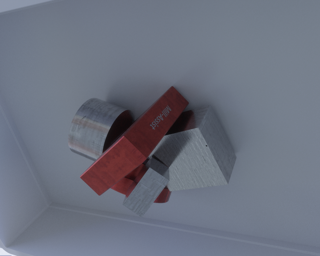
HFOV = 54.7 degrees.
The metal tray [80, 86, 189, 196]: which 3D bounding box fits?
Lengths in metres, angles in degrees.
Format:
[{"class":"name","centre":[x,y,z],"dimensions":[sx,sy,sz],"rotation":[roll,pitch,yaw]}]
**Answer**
[{"class":"metal tray","centre":[-0.025,0.011,0.357],"dimensions":[0.030,0.131,0.090],"rotation":[46,128,-5]}]

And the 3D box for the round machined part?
[{"class":"round machined part","centre":[-0.028,0.064,0.424],"dimensions":[0.098,0.098,0.042],"rotation":[19,90,17]}]

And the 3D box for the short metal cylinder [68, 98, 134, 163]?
[{"class":"short metal cylinder","centre":[-0.076,0.005,0.413],"dimensions":[0.050,0.080,0.079],"rotation":[21,126,16]}]

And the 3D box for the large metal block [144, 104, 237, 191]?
[{"class":"large metal block","centre":[0.036,0.027,0.377],"dimensions":[0.080,0.050,0.080],"rotation":[-15,115,34]}]

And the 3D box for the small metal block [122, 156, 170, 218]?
[{"class":"small metal block","centre":[-0.014,0.064,0.348],"dimensions":[0.025,0.050,0.050],"rotation":[35,97,-4]}]
